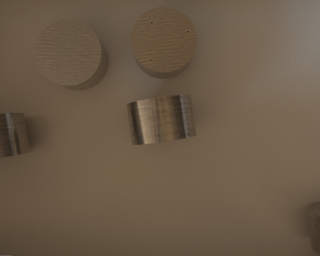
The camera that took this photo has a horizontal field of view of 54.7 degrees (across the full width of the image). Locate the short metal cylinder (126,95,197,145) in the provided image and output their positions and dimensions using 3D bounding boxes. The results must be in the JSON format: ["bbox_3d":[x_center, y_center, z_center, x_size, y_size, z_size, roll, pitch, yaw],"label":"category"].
[{"bbox_3d":[0.002,-0.010,0.384,0.081,0.080,0.050,-8,90,0],"label":"short metal cylinder"}]

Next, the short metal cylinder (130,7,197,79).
[{"bbox_3d":[0.004,-0.107,0.399,0.081,0.050,0.079,0,90,-1],"label":"short metal cylinder"}]

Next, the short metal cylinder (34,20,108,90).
[{"bbox_3d":[-0.111,-0.091,0.397,0.081,0.050,0.079,0,90,-1],"label":"short metal cylinder"}]

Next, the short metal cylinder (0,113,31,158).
[{"bbox_3d":[-0.206,0.013,0.381,0.080,0.080,0.050,-10,90,0],"label":"short metal cylinder"}]

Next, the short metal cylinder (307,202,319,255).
[{"bbox_3d":[0.230,0.126,0.387,0.081,0.080,0.050,-6,90,0],"label":"short metal cylinder"}]
